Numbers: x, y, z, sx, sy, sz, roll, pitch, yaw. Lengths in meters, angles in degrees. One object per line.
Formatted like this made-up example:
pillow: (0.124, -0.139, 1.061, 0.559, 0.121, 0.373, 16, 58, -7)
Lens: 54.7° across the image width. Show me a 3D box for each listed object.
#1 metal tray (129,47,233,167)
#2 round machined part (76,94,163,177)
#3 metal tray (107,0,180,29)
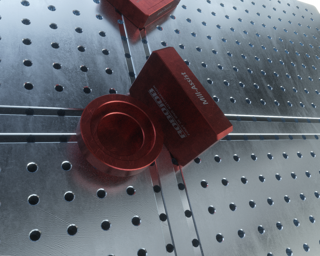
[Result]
metal tray: (0.021, -0.025, 0.394, 0.030, 0.090, 0.130, -27, 77, -37)
round machined part: (-0.049, 0.011, 0.365, 0.099, 0.042, 0.098, 14, 56, -21)
metal tray: (-0.026, -0.234, 0.535, 0.090, 0.030, 0.131, 42, 51, 0)
